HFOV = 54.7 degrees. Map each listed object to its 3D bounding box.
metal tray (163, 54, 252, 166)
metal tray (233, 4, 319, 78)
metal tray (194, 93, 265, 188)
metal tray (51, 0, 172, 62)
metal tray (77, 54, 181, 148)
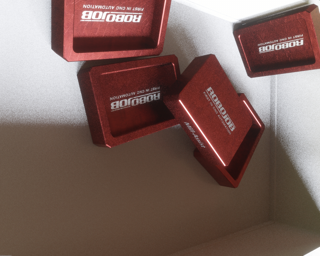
[{"bbox_3d":[0.070,-0.022,0.422,0.130,0.030,0.090,52,60,-27],"label":"metal tray"},{"bbox_3d":[0.191,-0.134,0.498,0.030,0.130,0.090,-40,115,-33],"label":"metal tray"},{"bbox_3d":[0.116,0.019,0.500,0.090,0.030,0.130,48,62,-30],"label":"metal tray"},{"bbox_3d":[-0.048,-0.123,0.336,0.131,0.030,0.089,-15,128,-39],"label":"metal tray"},{"bbox_3d":[-0.027,-0.037,0.380,0.131,0.030,0.089,-19,102,-38],"label":"metal tray"}]
